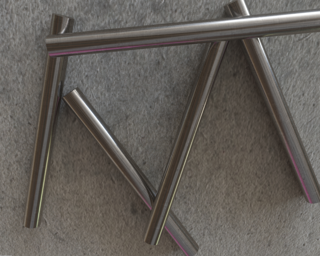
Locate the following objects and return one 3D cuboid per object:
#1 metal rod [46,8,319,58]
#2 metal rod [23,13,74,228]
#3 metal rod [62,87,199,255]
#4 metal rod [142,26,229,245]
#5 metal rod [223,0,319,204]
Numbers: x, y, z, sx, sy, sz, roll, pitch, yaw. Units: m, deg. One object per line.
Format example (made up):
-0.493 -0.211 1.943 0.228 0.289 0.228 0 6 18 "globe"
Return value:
0.028 -0.105 0.343 0.302 0.025 0.025 -5 110 1 "metal rod"
-0.151 0.005 0.409 0.025 0.025 0.298 14 109 -6 "metal rod"
-0.032 0.072 0.436 0.025 0.025 0.299 -32 108 10 "metal rod"
0.031 0.018 0.401 0.025 0.025 0.298 16 103 -6 "metal rod"
0.155 -0.022 0.403 0.025 0.025 0.299 -27 108 9 "metal rod"
